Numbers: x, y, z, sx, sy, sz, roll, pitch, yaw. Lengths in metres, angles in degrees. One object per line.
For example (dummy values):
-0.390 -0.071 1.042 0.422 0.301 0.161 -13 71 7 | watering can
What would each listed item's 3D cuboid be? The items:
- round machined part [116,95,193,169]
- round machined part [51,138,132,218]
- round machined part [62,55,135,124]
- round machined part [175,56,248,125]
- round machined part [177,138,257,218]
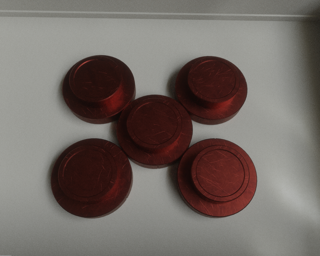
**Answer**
-0.007 0.000 0.398 0.099 0.042 0.098 0 70 -1 | round machined part
-0.084 0.059 0.377 0.099 0.042 0.098 0 70 -1 | round machined part
-0.083 -0.058 0.419 0.099 0.042 0.098 0 70 -1 | round machined part
0.070 -0.057 0.421 0.099 0.042 0.098 0 70 -1 | round machined part
0.070 0.058 0.379 0.099 0.042 0.098 0 70 -1 | round machined part
